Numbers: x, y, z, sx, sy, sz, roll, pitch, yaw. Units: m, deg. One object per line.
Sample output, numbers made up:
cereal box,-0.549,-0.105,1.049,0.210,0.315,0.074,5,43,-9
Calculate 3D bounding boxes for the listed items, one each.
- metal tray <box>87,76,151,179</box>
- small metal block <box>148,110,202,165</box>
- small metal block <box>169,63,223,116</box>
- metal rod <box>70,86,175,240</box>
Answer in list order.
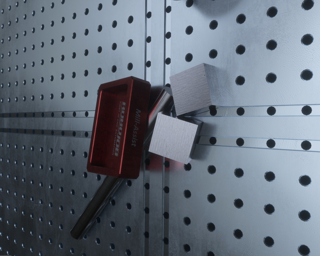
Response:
metal tray,-0.058,0.000,0.426,0.090,0.030,0.129,-2,78,51
small metal block,0.019,0.011,0.380,0.050,0.025,0.050,18,105,15
small metal block,0.043,-0.044,0.373,0.050,0.025,0.050,-17,80,38
metal rod,-0.061,0.066,0.457,0.025,0.025,0.298,49,119,28
